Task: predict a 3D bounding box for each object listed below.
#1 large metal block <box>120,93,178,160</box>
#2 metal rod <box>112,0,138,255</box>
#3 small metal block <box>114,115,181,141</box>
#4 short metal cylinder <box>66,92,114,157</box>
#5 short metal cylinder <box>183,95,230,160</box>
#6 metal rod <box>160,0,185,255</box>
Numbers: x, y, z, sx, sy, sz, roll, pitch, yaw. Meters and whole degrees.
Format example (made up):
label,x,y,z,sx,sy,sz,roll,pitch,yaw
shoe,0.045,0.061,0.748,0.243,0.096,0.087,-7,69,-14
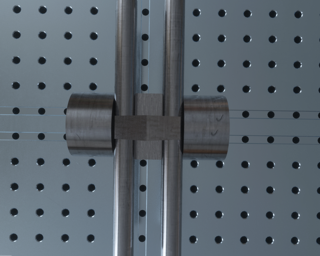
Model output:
label,x,y,z,sx,sy,sz,roll,pitch,yaw
large metal block,-0.014,-0.002,0.397,0.081,0.050,0.079,1,90,0
metal rod,-0.041,0.002,0.360,0.025,0.025,0.298,1,90,0
small metal block,-0.013,0.000,0.334,0.050,0.050,0.025,1,91,44
short metal cylinder,-0.079,-0.004,0.382,0.050,0.080,0.079,1,90,0
short metal cylinder,0.053,0.000,0.382,0.050,0.080,0.079,1,90,1
metal rod,0.015,0.000,0.360,0.025,0.025,0.298,1,90,0
